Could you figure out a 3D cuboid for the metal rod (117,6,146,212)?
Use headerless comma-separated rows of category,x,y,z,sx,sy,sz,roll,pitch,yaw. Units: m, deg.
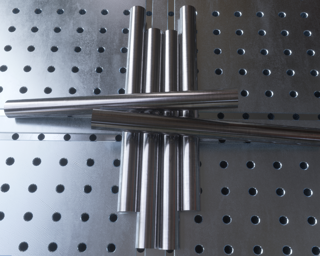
metal rod,-0.036,-0.039,0.425,0.025,0.025,0.299,1,70,0

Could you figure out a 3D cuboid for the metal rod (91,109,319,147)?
metal rod,0.069,0.002,0.390,0.302,0.025,0.025,5,70,-8

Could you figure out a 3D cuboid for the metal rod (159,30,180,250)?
metal rod,0.014,0.001,0.412,0.025,0.025,0.299,1,70,0

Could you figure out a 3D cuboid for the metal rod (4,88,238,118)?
metal rod,-0.055,-0.031,0.398,0.301,0.025,0.025,-2,70,9

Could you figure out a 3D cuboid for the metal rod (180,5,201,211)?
metal rod,0.040,-0.040,0.426,0.025,0.025,0.299,1,70,0

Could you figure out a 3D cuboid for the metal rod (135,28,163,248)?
metal rod,-0.012,-0.001,0.411,0.025,0.025,0.299,1,70,0
